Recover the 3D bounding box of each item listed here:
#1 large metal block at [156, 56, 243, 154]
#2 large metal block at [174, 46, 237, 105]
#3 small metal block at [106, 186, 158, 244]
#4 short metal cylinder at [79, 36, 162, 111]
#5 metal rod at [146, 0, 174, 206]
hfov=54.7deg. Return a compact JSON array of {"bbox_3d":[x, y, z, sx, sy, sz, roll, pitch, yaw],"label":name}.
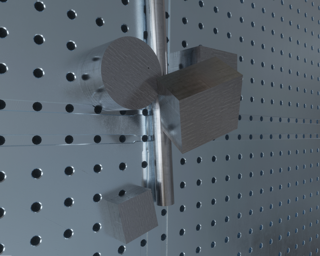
[{"bbox_3d":[0.047,-0.027,0.367,0.081,0.050,0.080,-23,135,-17],"label":"large metal block"},{"bbox_3d":[0.068,-0.069,0.452,0.081,0.050,0.079,-1,91,-40],"label":"large metal block"},{"bbox_3d":[-0.033,0.106,0.383,0.050,0.025,0.050,-18,101,-39],"label":"small metal block"},{"bbox_3d":[-0.045,-0.060,0.357,0.081,0.050,0.079,0,90,-40],"label":"short metal cylinder"},{"bbox_3d":[0.000,-0.047,0.410,0.025,0.025,0.298,-5,93,-40],"label":"metal rod"}]
